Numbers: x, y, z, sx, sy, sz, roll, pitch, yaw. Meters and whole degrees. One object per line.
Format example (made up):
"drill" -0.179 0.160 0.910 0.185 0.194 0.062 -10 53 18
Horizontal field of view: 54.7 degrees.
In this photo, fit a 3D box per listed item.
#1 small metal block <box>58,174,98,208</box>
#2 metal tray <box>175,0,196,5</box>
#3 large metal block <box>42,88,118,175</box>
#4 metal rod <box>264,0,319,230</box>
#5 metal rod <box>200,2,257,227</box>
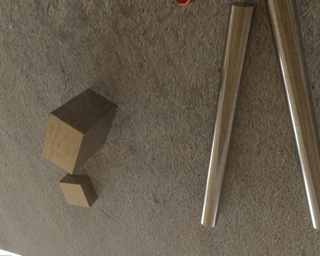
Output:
"small metal block" -0.145 0.111 0.549 0.050 0.025 0.050 0 119 28
"metal tray" 0.010 -0.192 0.278 0.130 0.030 0.090 46 129 -5
"large metal block" -0.110 0.004 0.430 0.050 0.080 0.079 32 128 7
"metal rod" 0.146 -0.016 0.319 0.025 0.025 0.298 -8 115 31
"metal rod" 0.075 0.009 0.372 0.025 0.025 0.298 15 125 19
